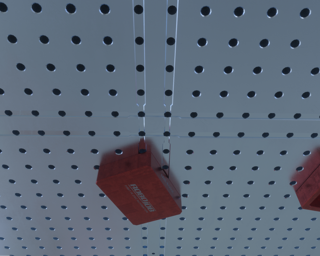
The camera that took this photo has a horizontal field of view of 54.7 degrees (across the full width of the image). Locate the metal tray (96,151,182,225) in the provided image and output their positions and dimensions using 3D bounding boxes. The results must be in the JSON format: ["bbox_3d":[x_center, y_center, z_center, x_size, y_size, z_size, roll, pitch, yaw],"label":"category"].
[{"bbox_3d":[-0.030,0.101,0.494,0.090,0.030,0.130,-19,128,15],"label":"metal tray"}]

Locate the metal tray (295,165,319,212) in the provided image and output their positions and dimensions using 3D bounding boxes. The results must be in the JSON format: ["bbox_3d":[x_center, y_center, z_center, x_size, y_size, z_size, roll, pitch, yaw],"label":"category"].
[{"bbox_3d":[0.302,0.101,0.499,0.131,0.030,0.089,11,129,-10],"label":"metal tray"}]
